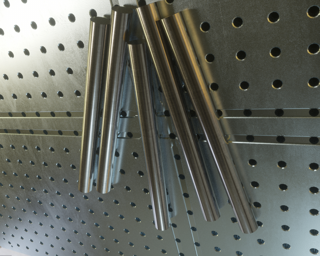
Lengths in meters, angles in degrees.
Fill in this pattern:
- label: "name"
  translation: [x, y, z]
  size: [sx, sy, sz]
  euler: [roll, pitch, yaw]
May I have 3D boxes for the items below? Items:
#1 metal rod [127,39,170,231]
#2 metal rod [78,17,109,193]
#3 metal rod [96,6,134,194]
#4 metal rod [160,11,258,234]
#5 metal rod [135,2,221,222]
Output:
- label: "metal rod"
  translation: [-0.011, 0.029, 0.435]
  size: [0.025, 0.025, 0.298]
  euler: [8, 122, 24]
- label: "metal rod"
  translation: [-0.101, -0.012, 0.457]
  size: [0.025, 0.025, 0.298]
  euler: [24, 127, 13]
- label: "metal rod"
  translation: [-0.069, -0.016, 0.439]
  size: [0.025, 0.025, 0.298]
  euler: [23, 127, 14]
- label: "metal rod"
  translation: [0.068, 0.009, 0.381]
  size: [0.025, 0.025, 0.299]
  euler: [-10, 113, 33]
- label: "metal rod"
  translation: [0.030, -0.003, 0.394]
  size: [0.025, 0.025, 0.299]
  euler: [-5, 116, 31]
